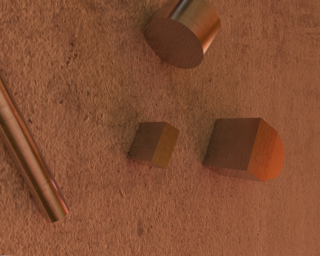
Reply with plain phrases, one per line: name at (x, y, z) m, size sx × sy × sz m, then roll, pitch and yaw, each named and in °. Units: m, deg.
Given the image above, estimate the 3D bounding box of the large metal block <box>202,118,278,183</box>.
large metal block at (0.121, 0.032, 0.470) m, size 0.050 × 0.080 × 0.080 m, roll 31°, pitch 71°, yaw -36°

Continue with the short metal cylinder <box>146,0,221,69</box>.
short metal cylinder at (0.030, -0.122, 0.393) m, size 0.080 × 0.080 × 0.050 m, roll 47°, pitch 62°, yaw -30°

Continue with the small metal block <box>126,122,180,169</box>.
small metal block at (-0.009, 0.020, 0.381) m, size 0.025 × 0.050 × 0.050 m, roll 33°, pitch 70°, yaw -36°

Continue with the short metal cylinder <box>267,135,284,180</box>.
short metal cylinder at (0.169, 0.045, 0.530) m, size 0.081 × 0.050 × 0.079 m, roll 0°, pitch 90°, yaw -40°

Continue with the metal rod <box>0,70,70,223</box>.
metal rod at (-0.154, -0.045, 0.275) m, size 0.025 × 0.025 × 0.298 m, roll -32°, pitch 110°, yaw -35°
